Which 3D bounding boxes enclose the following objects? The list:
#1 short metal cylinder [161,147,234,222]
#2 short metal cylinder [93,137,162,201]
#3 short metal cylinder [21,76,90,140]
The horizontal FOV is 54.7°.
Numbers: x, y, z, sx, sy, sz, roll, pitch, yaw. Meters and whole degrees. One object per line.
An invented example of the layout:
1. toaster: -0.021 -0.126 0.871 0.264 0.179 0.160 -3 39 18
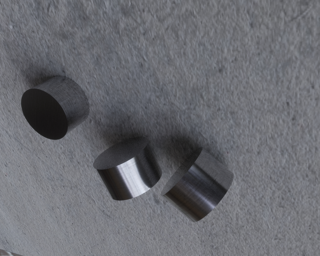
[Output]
1. short metal cylinder: 0.046 0.070 0.389 0.050 0.080 0.080 41 129 0
2. short metal cylinder: -0.044 0.054 0.426 0.080 0.080 0.050 -11 113 32
3. short metal cylinder: -0.151 -0.030 0.449 0.080 0.050 0.079 13 124 20
